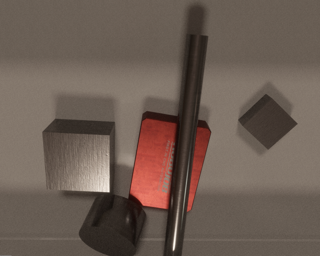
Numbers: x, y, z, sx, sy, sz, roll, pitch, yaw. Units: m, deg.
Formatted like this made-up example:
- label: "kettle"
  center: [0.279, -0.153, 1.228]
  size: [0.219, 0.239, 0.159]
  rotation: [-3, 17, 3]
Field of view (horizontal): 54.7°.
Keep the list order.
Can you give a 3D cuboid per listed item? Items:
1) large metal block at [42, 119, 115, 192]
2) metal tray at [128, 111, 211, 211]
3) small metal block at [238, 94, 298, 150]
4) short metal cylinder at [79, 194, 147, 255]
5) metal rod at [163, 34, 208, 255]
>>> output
- label: "large metal block"
  center: [-0.103, 0.035, 0.410]
  size: [0.081, 0.050, 0.079]
  rotation: [3, 110, -2]
- label: "metal tray"
  center: [0.011, 0.048, 0.427]
  size: [0.091, 0.030, 0.129]
  rotation: [9, 110, -4]
- label: "small metal block"
  center: [0.142, -0.008, 0.410]
  size: [0.050, 0.025, 0.050]
  rotation: [41, 105, -14]
- label: "short metal cylinder"
  center: [-0.064, 0.137, 0.431]
  size: [0.080, 0.050, 0.079]
  rotation: [10, 134, 11]
- label: "metal rod"
  center: [0.030, 0.038, 0.390]
  size: [0.025, 0.025, 0.298]
  rotation: [4, 106, -2]
